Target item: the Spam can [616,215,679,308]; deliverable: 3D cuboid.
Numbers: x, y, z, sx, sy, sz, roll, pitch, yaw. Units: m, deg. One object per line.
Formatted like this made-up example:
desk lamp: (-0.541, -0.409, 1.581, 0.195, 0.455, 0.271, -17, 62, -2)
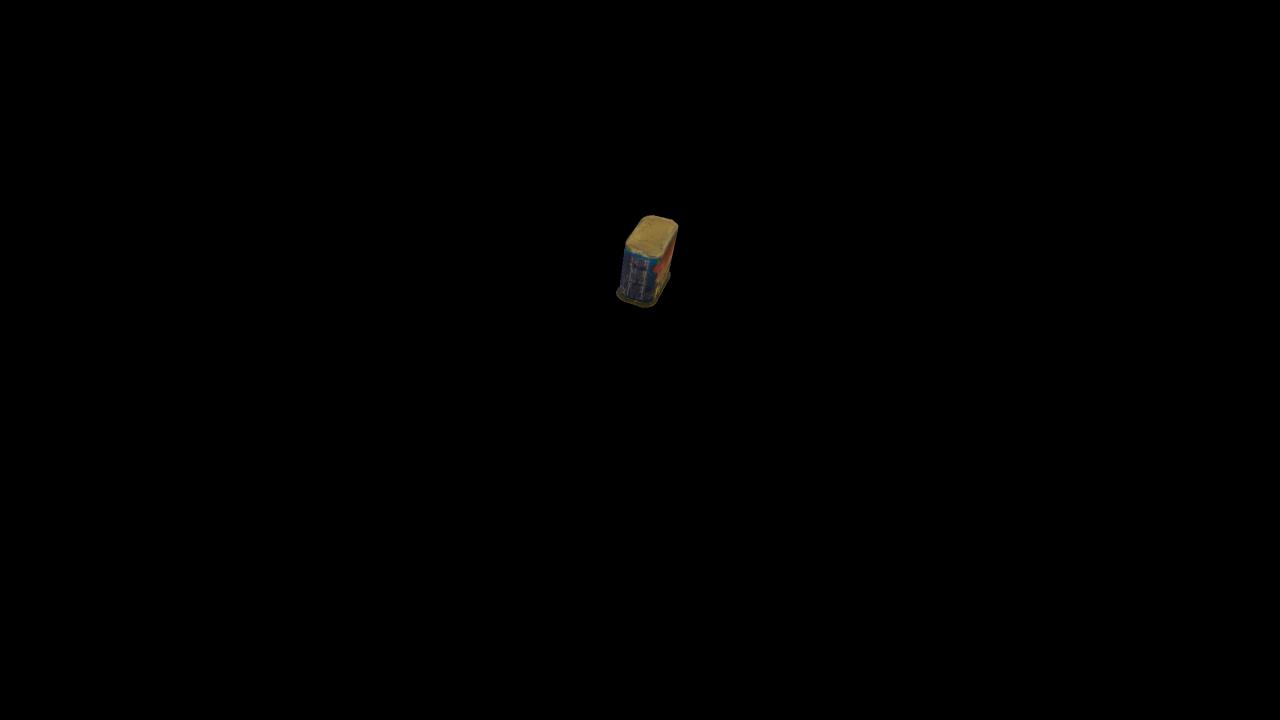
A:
Spam can: (0.011, -0.135, 0.832, 0.058, 0.085, 0.101, 18, 44, 8)
